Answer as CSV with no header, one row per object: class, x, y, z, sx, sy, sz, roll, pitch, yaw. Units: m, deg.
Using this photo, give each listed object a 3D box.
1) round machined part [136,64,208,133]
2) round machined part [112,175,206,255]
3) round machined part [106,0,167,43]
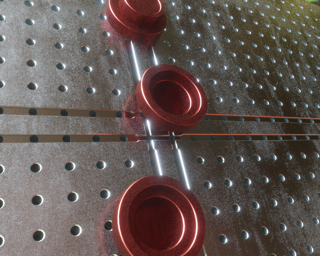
round machined part,0.012,-0.037,0.426,0.099,0.042,0.098,13,56,-21
round machined part,-0.004,0.103,0.332,0.099,0.042,0.098,13,56,-21
round machined part,-0.033,-0.187,0.493,0.099,0.042,0.098,13,56,-21
